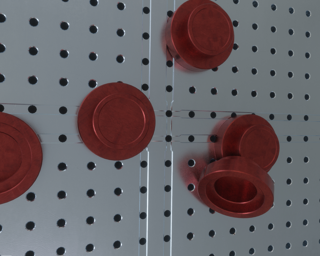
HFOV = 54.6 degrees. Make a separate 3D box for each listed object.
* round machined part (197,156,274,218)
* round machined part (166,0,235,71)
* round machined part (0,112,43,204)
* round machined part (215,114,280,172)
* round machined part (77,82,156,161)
[{"bbox_3d":[0.103,0.076,0.422,0.098,0.098,0.042,41,42,-16],"label":"round machined part"},{"bbox_3d":[0.061,-0.130,0.425,0.099,0.042,0.097,0,90,-20],"label":"round machined part"},{"bbox_3d":[-0.180,0.031,0.337,0.099,0.042,0.097,0,90,-20],"label":"round machined part"},{"bbox_3d":[0.133,0.028,0.452,0.099,0.042,0.097,0,90,-20],"label":"round machined part"},{"bbox_3d":[-0.051,-0.008,0.384,0.099,0.042,0.097,0,90,-20],"label":"round machined part"}]
